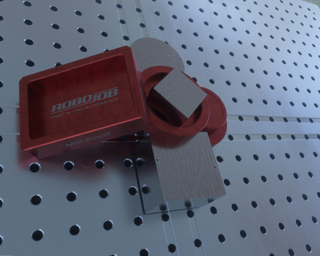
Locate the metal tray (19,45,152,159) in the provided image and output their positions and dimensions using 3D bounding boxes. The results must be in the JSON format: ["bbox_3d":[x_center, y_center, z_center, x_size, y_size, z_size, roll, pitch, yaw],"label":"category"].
[{"bbox_3d":[-0.082,-0.028,0.331,0.131,0.030,0.090,-16,65,5],"label":"metal tray"}]

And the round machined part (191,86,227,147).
[{"bbox_3d":[0.054,-0.020,0.436,0.099,0.042,0.098,14,56,-21],"label":"round machined part"}]

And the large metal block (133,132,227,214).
[{"bbox_3d":[0.021,0.051,0.368,0.081,0.050,0.080,1,62,-28],"label":"large metal block"}]

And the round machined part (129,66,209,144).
[{"bbox_3d":[0.008,-0.024,0.379,0.099,0.042,0.098,14,56,-21],"label":"round machined part"}]

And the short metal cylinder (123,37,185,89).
[{"bbox_3d":[-0.013,-0.078,0.432,0.081,0.050,0.080,14,56,-21],"label":"short metal cylinder"}]

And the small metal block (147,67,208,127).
[{"bbox_3d":[0.019,-0.036,0.361,0.050,0.025,0.050,41,51,0],"label":"small metal block"}]
